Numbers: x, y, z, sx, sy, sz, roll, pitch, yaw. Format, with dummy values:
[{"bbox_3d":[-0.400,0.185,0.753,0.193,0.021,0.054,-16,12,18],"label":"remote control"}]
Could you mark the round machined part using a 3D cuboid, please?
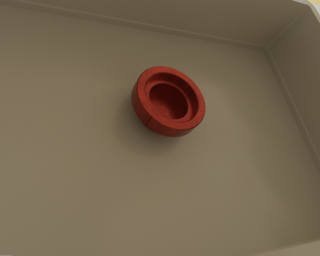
[{"bbox_3d":[0.008,-0.031,0.413,0.099,0.042,0.098,13,56,-21],"label":"round machined part"}]
